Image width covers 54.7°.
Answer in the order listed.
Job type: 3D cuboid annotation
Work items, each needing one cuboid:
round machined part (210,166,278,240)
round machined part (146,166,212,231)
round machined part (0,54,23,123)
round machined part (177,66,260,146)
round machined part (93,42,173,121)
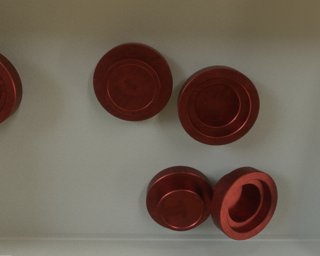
[{"bbox_3d":[0.110,0.099,0.427,0.099,0.042,0.097,-6,104,-25],"label":"round machined part"},{"bbox_3d":[0.029,0.107,0.442,0.099,0.042,0.097,0,110,-1],"label":"round machined part"},{"bbox_3d":[-0.218,-0.052,0.380,0.099,0.042,0.097,0,110,-1],"label":"round machined part"},{"bbox_3d":[0.071,-0.030,0.392,0.099,0.042,0.097,0,110,-1],"label":"round machined part"},{"bbox_3d":[-0.033,-0.054,0.382,0.099,0.042,0.097,0,110,-1],"label":"round machined part"}]
